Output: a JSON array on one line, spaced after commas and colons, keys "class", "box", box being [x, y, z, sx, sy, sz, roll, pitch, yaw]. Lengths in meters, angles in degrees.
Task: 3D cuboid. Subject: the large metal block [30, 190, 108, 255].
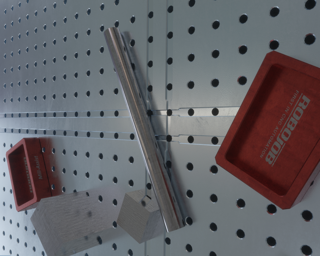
[{"class": "large metal block", "box": [-0.145, 0.153, 0.493, 0.080, 0.081, 0.050, 50, 119, 28]}]

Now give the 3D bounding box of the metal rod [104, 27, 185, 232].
[{"class": "metal rod", "box": [-0.026, -0.008, 0.431, 0.025, 0.025, 0.299, -30, 71, 36]}]

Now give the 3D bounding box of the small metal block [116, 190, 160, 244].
[{"class": "small metal block", "box": [-0.030, 0.123, 0.434, 0.050, 0.025, 0.050, 29, 108, 36]}]

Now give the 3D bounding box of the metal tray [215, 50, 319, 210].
[{"class": "metal tray", "box": [0.121, 0.001, 0.305, 0.090, 0.030, 0.129, 35, 112, 34]}]

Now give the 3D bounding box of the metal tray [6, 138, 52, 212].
[{"class": "metal tray", "box": [-0.268, 0.094, 0.627, 0.090, 0.030, 0.129, -29, 72, 36]}]
